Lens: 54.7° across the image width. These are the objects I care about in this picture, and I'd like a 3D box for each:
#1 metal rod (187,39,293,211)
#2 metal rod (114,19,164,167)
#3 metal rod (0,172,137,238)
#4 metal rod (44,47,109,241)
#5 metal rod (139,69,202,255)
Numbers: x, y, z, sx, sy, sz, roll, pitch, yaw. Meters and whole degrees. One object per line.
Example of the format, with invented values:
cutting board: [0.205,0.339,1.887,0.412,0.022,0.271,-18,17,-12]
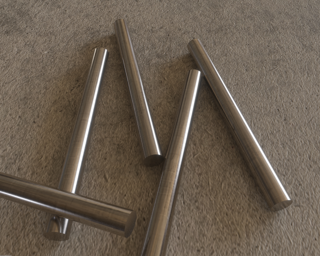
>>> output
metal rod: [0.094,-0.028,0.426,0.025,0.025,0.300,-11,51,-9]
metal rod: [-0.039,-0.073,0.464,0.025,0.025,0.300,-9,51,-8]
metal rod: [-0.167,0.060,0.328,0.301,0.025,0.025,11,51,18]
metal rod: [-0.099,-0.006,0.407,0.025,0.025,0.300,1,50,1]
metal rod: [0.019,0.033,0.375,0.025,0.025,0.300,10,51,8]
